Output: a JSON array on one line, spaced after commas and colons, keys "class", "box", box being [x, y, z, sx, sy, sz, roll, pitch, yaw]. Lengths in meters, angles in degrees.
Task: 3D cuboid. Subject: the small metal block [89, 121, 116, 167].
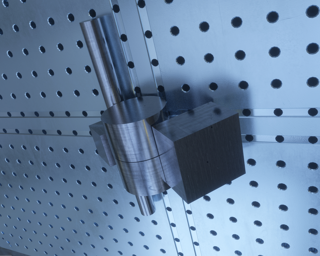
[{"class": "small metal block", "box": [-0.075, 0.021, 0.444, 0.050, 0.025, 0.050, 29, 138, 56]}]

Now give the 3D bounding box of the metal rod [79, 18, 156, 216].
[{"class": "metal rod", "box": [-0.052, 0.002, 0.434, 0.025, 0.025, 0.298, 0, 119, 28]}]

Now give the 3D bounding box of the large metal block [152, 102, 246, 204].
[{"class": "large metal block", "box": [0.046, 0.026, 0.353, 0.050, 0.081, 0.080, 35, 143, 57]}]

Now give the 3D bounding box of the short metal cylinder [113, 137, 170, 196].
[{"class": "short metal cylinder", "box": [-0.015, 0.043, 0.405, 0.080, 0.080, 0.050, 1, 119, 28]}]

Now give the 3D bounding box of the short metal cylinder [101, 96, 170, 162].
[{"class": "short metal cylinder", "box": [-0.027, -0.001, 0.384, 0.080, 0.080, 0.050, 1, 119, 28]}]
